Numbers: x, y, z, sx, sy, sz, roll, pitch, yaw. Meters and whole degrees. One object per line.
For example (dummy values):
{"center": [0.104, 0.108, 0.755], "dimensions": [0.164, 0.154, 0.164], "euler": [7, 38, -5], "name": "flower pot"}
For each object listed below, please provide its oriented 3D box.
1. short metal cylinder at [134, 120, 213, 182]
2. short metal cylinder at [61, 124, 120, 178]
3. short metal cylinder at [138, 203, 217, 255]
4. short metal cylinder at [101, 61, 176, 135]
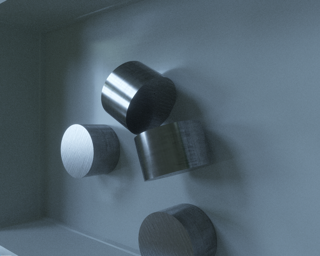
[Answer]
{"center": [0.015, 0.027, 0.357], "dimensions": [0.080, 0.081, 0.050], "euler": [-23, 75, 37], "name": "short metal cylinder"}
{"center": [-0.108, 0.034, 0.477], "dimensions": [0.080, 0.050, 0.079], "euler": [0, 90, 39], "name": "short metal cylinder"}
{"center": [0.021, 0.136, 0.372], "dimensions": [0.080, 0.050, 0.079], "euler": [0, 90, 39], "name": "short metal cylinder"}
{"center": [-0.026, -0.038, 0.390], "dimensions": [0.050, 0.081, 0.079], "euler": [37, 112, 34], "name": "short metal cylinder"}
